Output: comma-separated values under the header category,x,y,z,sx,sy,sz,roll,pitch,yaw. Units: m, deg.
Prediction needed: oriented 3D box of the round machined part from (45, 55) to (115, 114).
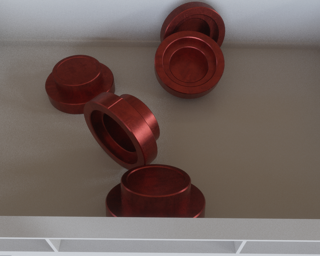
category,x,y,z,sx,sy,sz,roll,pitch,yaw
round machined part,-0.117,-0.070,0.451,0.099,0.042,0.098,0,50,0

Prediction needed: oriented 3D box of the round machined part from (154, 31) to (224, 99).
category,x,y,z,sx,sy,sz,roll,pitch,yaw
round machined part,0.041,-0.088,0.453,0.099,0.042,0.098,1,76,-2

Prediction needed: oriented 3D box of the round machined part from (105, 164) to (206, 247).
category,x,y,z,sx,sy,sz,roll,pitch,yaw
round machined part,-0.004,0.068,0.307,0.099,0.042,0.098,1,18,0

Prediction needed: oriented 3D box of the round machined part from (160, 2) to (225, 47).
category,x,y,z,sx,sy,sz,roll,pitch,yaw
round machined part,0.048,-0.149,0.485,0.099,0.097,0.042,-11,45,-9

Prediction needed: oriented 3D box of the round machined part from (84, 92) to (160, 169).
category,x,y,z,sx,sy,sz,roll,pitch,yaw
round machined part,-0.039,0.000,0.357,0.098,0.097,0.042,34,57,24
